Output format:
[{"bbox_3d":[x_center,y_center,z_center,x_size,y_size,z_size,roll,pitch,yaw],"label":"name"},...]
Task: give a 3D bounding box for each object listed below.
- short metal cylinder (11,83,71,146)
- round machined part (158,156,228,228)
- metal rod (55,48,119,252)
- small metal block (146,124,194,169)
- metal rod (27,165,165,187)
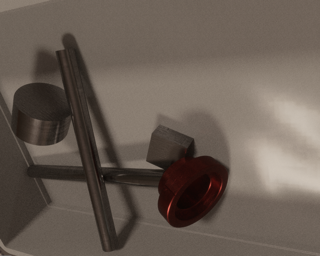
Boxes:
[{"bbox_3d":[-0.169,-0.021,0.447,0.080,0.080,0.050,33,129,6],"label":"short metal cylinder"},{"bbox_3d":[0.037,0.076,0.397,0.042,0.099,0.097,40,137,41],"label":"round machined part"},{"bbox_3d":[-0.101,0.040,0.443,0.025,0.025,0.298,-3,105,29],"label":"metal rod"},{"bbox_3d":[0.013,0.030,0.419,0.050,0.025,0.050,23,127,14],"label":"small metal block"},{"bbox_3d":[-0.114,0.074,0.496,0.300,0.025,0.025,-3,117,34],"label":"metal rod"}]
